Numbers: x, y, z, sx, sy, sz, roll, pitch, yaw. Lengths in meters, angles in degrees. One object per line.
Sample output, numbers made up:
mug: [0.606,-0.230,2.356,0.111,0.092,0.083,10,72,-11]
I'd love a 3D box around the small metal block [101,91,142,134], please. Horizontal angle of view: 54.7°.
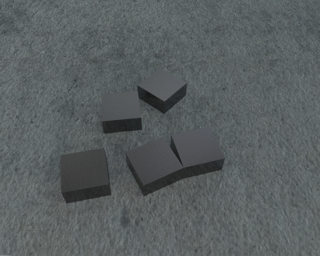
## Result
small metal block: [-0.052,-0.022,0.421,0.050,0.025,0.050,-6,50,-5]

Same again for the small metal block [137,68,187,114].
small metal block: [0.003,-0.055,0.449,0.050,0.025,0.050,33,57,24]

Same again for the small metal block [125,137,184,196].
small metal block: [-0.007,0.044,0.366,0.050,0.025,0.050,-21,53,-17]

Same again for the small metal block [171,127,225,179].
small metal block: [0.045,0.029,0.379,0.050,0.025,0.050,-12,51,-10]

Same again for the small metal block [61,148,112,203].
small metal block: [-0.085,0.054,0.357,0.050,0.025,0.050,-9,51,-8]
